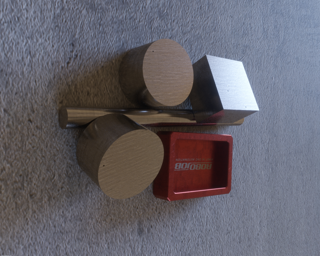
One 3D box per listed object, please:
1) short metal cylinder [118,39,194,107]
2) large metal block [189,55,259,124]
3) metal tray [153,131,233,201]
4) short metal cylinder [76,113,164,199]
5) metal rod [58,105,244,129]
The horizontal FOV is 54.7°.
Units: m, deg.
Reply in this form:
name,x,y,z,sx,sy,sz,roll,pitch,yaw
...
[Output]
name,x,y,z,sx,sy,sz,roll,pitch,yaw
short metal cylinder,-0.004,-0.066,0.386,0.081,0.050,0.080,0,89,-40
large metal block,0.087,-0.053,0.447,0.081,0.050,0.080,-1,70,-40
metal tray,0.052,0.052,0.445,0.131,0.030,0.089,4,87,-40
short metal cylinder,-0.043,0.030,0.338,0.081,0.050,0.079,-19,123,-33
metal rod,0.015,-0.014,0.420,0.302,0.025,0.025,-1,91,-40
